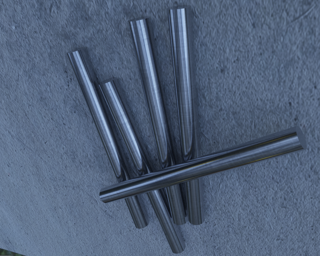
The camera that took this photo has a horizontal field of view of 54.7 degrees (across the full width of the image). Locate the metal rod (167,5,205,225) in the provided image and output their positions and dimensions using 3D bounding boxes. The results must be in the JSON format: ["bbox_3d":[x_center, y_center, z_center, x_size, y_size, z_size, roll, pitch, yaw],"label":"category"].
[{"bbox_3d":[0.037,0.005,0.390,0.025,0.025,0.298,7,122,25],"label":"metal rod"}]

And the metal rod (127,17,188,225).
[{"bbox_3d":[0.004,0.010,0.410,0.025,0.025,0.298,3,120,27],"label":"metal rod"}]

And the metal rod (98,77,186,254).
[{"bbox_3d":[-0.019,0.068,0.458,0.025,0.025,0.299,-7,115,31],"label":"metal rod"}]

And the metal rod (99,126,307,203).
[{"bbox_3d":[0.028,0.057,0.393,0.299,0.025,0.025,-23,106,36],"label":"metal rod"}]

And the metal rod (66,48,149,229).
[{"bbox_3d":[-0.070,0.030,0.462,0.025,0.025,0.298,-3,117,29],"label":"metal rod"}]
